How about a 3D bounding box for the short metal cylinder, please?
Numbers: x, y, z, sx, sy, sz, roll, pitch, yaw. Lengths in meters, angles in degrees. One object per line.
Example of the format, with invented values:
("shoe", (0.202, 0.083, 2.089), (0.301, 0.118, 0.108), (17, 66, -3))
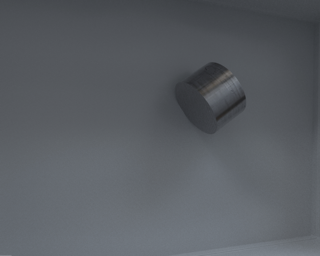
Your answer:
("short metal cylinder", (0.065, -0.039, 0.407), (0.050, 0.080, 0.080), (-36, 102, -17))
